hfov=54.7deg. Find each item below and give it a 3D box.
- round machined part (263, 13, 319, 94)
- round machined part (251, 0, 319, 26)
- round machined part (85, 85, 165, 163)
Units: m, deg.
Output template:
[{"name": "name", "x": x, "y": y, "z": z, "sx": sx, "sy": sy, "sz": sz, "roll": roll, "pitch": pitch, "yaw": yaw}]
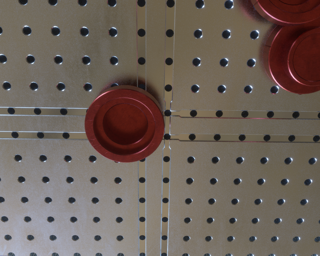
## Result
[{"name": "round machined part", "x": 0.181, "y": -0.088, "z": 0.375, "sx": 0.099, "sy": 0.042, "sz": 0.097, "roll": 0, "pitch": 110, "yaw": -1}, {"name": "round machined part", "x": 0.146, "y": -0.163, "z": 0.341, "sx": 0.099, "sy": 0.042, "sz": 0.097, "roll": 1, "pitch": 101, "yaw": 4}, {"name": "round machined part", "x": -0.044, "y": -0.008, "z": 0.401, "sx": 0.099, "sy": 0.042, "sz": 0.097, "roll": 0, "pitch": 110, "yaw": -1}]
